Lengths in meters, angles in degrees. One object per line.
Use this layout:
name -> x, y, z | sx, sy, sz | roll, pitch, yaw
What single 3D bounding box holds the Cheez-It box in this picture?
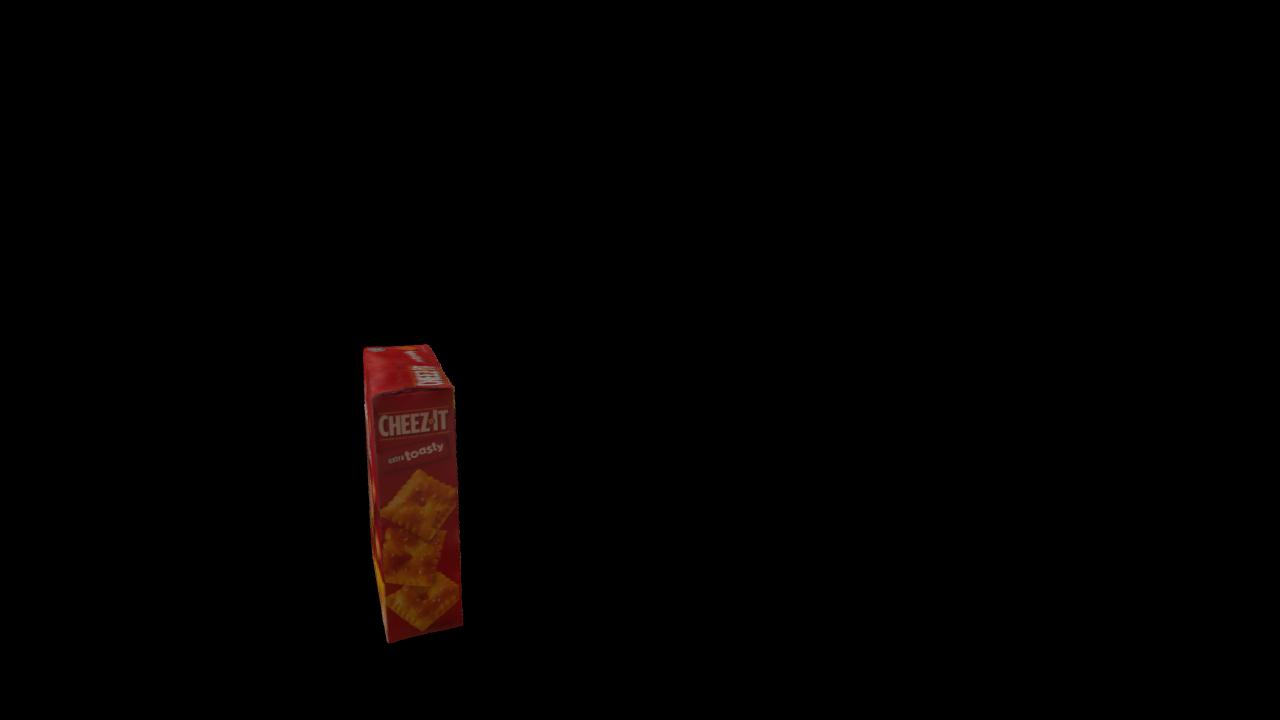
Cheez-It box -> -0.212, 0.110, 0.565 | 0.071, 0.223, 0.166 | -4, 15, -26
